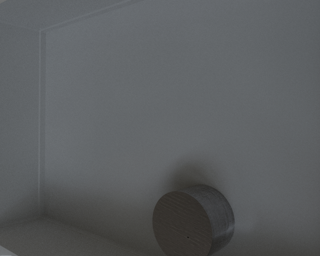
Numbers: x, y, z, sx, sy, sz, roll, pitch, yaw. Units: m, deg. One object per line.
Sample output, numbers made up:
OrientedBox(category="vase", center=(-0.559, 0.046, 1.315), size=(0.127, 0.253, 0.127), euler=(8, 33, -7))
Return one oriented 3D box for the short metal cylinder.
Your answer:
OrientedBox(category="short metal cylinder", center=(0.038, 0.109, 0.358), size=(0.080, 0.050, 0.079), euler=(0, 90, 39))
